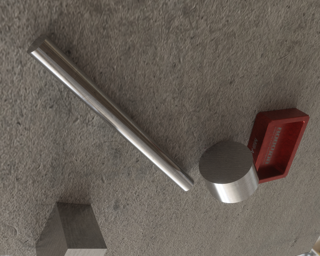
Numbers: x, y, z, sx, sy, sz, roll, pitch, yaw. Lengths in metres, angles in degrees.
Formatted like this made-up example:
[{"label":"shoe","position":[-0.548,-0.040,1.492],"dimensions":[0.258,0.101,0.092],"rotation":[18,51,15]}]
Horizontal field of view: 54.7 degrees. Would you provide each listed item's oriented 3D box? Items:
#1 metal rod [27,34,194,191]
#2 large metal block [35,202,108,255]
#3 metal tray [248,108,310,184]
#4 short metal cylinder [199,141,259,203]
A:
[{"label":"metal rod","position":[-0.037,0.004,0.389],"dimensions":[0.025,0.025,0.300],"rotation":[-43,130,1]},{"label":"large metal block","position":[-0.119,0.156,0.404],"dimensions":[0.050,0.080,0.080],"rotation":[17,110,-35]},{"label":"metal tray","position":[0.194,0.033,0.533],"dimensions":[0.091,0.030,0.129],"rotation":[-7,122,-25]},{"label":"short metal cylinder","position":[0.105,0.066,0.472],"dimensions":[0.080,0.080,0.050],"rotation":[-33,129,-7]}]
